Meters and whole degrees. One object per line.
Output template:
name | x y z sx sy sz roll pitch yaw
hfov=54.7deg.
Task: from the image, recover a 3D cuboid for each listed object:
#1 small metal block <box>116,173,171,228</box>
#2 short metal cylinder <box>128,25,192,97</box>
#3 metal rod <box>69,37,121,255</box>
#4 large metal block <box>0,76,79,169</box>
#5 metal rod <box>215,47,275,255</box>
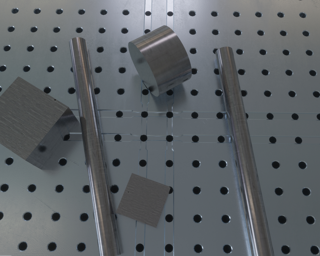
small metal block | -0.019 0.089 0.379 0.050 0.025 0.050 19 71 6
short metal cylinder | -0.001 -0.089 0.415 0.050 0.080 0.080 -30 73 -10
metal rod | -0.089 0.011 0.406 0.025 0.025 0.299 -12 70 -4
large metal block | -0.168 -0.006 0.399 0.080 0.050 0.080 31 73 10
metal rod | 0.107 0.028 0.402 0.025 0.025 0.299 -5 70 -2
